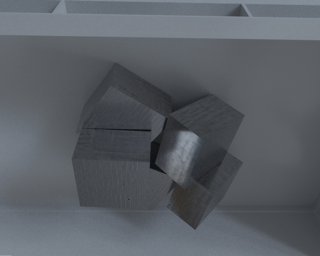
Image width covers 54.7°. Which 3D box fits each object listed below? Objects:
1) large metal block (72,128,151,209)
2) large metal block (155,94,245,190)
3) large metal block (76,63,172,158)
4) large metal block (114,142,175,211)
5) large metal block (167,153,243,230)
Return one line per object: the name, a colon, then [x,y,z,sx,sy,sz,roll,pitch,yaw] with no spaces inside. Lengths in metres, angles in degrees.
large metal block: [-0.052,0.049,0.364,0.081,0.050,0.079,3,129,-1]
large metal block: [0.047,0.015,0.376,0.081,0.050,0.079,-27,145,-40]
large metal block: [-0.042,-0.017,0.376,0.080,0.050,0.080,29,124,-23]
large metal block: [-0.026,0.065,0.442,0.080,0.050,0.080,24,126,-19]
large metal block: [0.062,0.080,0.431,0.050,0.081,0.079,35,133,22]
